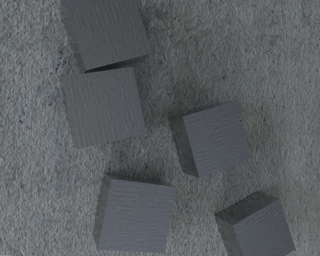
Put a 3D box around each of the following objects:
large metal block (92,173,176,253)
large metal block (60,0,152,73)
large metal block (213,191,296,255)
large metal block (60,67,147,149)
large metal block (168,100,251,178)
[{"bbox_3d":[-0.033,0.103,0.384,0.081,0.050,0.080,11,86,-20],"label":"large metal block"},{"bbox_3d":[-0.066,-0.114,0.371,0.081,0.050,0.080,-20,97,-19],"label":"large metal block"},{"bbox_3d":[0.136,0.149,0.446,0.081,0.050,0.080,-23,98,-19],"label":"large metal block"},{"bbox_3d":[-0.069,-0.024,0.370,0.081,0.050,0.080,-13,95,-20],"label":"large metal block"},{"bbox_3d":[0.066,0.013,0.420,0.081,0.050,0.080,-18,96,-19],"label":"large metal block"}]
